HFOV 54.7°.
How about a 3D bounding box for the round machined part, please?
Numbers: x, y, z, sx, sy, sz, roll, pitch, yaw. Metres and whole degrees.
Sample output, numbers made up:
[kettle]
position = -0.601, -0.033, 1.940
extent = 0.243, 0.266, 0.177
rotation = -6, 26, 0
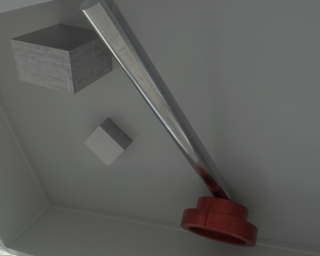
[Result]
[round machined part]
position = 0.080, 0.122, 0.412
extent = 0.098, 0.042, 0.098
rotation = 14, 156, 7

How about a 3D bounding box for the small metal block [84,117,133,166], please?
[small metal block]
position = -0.077, 0.021, 0.460
extent = 0.050, 0.025, 0.050
rotation = 45, 129, -4

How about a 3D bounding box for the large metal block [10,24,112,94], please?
[large metal block]
position = -0.115, -0.088, 0.378
extent = 0.080, 0.080, 0.050
rotation = 15, 125, 19

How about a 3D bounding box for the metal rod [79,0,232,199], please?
[metal rod]
position = 0.019, -0.002, 0.324
extent = 0.025, 0.025, 0.300
rotation = -6, 139, 31
